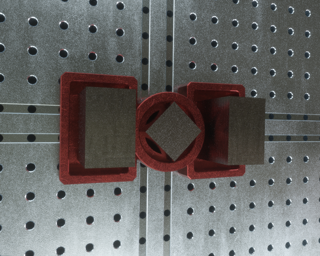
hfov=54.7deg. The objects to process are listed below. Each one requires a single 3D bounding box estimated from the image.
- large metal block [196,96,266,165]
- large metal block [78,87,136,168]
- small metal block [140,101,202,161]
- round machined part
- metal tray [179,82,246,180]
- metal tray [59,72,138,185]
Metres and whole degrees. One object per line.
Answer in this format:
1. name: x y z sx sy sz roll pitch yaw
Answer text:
1. large metal block: 0.089 0.003 0.402 0.050 0.080 0.080 2 90 -20
2. large metal block: -0.062 -0.001 0.346 0.050 0.080 0.080 1 90 -20
3. small metal block: 0.013 0.004 0.374 0.050 0.025 0.050 46 76 -14
4. round machined part: 0.004 0.005 0.396 0.099 0.042 0.097 0 90 -20
5. metal tray: 0.074 0.003 0.436 0.091 0.030 0.129 0 90 -20
6. metal tray: -0.076 0.001 0.381 0.091 0.030 0.129 1 90 -20
